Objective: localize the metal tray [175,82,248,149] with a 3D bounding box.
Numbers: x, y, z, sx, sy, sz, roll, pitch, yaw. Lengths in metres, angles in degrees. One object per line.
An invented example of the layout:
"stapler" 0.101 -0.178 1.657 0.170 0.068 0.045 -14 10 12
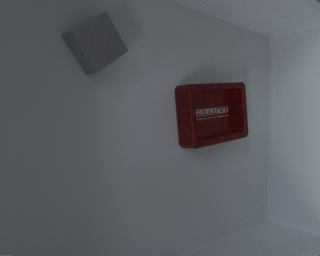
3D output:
"metal tray" 0.083 -0.023 0.475 0.131 0.030 0.089 -9 96 -40

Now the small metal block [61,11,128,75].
"small metal block" -0.072 -0.095 0.347 0.050 0.025 0.050 -44 117 -31
